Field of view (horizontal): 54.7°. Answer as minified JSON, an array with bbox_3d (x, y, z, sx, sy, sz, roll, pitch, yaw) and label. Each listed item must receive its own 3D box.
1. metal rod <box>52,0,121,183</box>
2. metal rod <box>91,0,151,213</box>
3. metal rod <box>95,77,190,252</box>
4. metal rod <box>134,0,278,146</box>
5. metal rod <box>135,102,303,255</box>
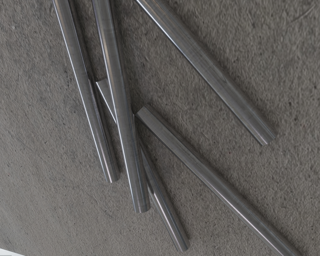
[{"bbox_3d":[-0.099,-0.051,0.427,0.025,0.025,0.298,4,121,26],"label":"metal rod"},{"bbox_3d":[-0.046,-0.024,0.394,0.025,0.025,0.298,2,113,27],"label":"metal rod"},{"bbox_3d":[-0.018,0.064,0.455,0.025,0.025,0.299,-10,114,32],"label":"metal rod"},{"bbox_3d":[0.022,-0.099,0.333,0.300,0.025,0.025,48,129,-6],"label":"metal rod"},{"bbox_3d":[0.082,0.080,0.413,0.300,0.025,0.025,45,129,-3],"label":"metal rod"}]
